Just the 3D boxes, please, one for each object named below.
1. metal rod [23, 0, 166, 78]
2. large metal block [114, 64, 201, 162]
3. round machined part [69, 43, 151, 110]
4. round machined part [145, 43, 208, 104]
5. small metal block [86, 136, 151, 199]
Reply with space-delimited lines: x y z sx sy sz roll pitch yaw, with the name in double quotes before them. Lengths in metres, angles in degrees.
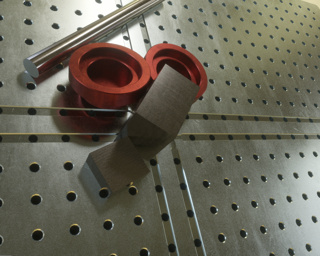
"metal rod" -0.074 -0.157 0.463 0.025 0.025 0.301 42 51 0
"large metal block" -0.004 -0.016 0.376 0.050 0.080 0.080 33 56 -8
"round machined part" -0.064 -0.061 0.390 0.099 0.042 0.098 9 47 -10
"round machined part" 0.016 -0.071 0.449 0.099 0.042 0.098 14 56 -21
"small metal block" -0.048 0.044 0.353 0.050 0.025 0.050 -26 76 -32
